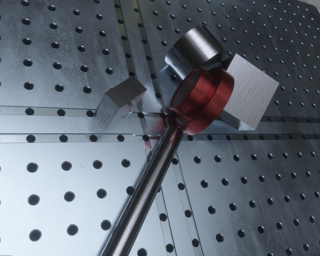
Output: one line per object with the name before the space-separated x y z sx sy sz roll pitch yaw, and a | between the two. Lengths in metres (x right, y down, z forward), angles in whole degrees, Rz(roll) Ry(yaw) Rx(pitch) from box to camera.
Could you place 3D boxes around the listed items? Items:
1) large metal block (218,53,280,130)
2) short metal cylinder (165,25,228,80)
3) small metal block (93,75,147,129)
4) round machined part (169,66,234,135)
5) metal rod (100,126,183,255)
large metal block | 0.116 -0.051 0.465 0.080 0.050 0.080 31 82 -11
short metal cylinder | 0.055 -0.108 0.470 0.081 0.080 0.050 -31 78 -38
small metal block | -0.050 -0.032 0.386 0.025 0.050 0.050 46 51 3
round machined part | 0.049 -0.042 0.413 0.042 0.098 0.098 34 51 -15
metal rod | -0.036 0.110 0.322 0.025 0.025 0.301 34 51 -7
